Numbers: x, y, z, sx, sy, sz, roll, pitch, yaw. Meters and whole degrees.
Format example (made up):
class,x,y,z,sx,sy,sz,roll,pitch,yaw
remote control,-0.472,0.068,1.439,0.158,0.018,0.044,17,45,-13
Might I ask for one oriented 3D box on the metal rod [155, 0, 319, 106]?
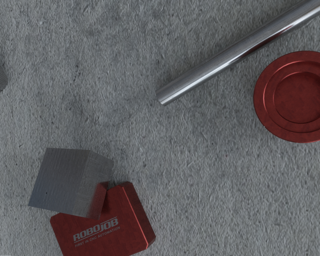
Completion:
class,x,y,z,sx,sy,sz,roll,pitch,yaw
metal rod,0.125,-0.110,0.364,0.300,0.025,0.025,-30,81,17

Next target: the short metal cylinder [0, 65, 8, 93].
class,x,y,z,sx,sy,sz,roll,pitch,yaw
short metal cylinder,-0.288,-0.082,0.479,0.080,0.080,0.050,-38,78,16

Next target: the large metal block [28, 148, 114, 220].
class,x,y,z,sx,sy,sz,roll,pitch,yaw
large metal block,-0.118,0.073,0.414,0.080,0.050,0.080,0,68,31

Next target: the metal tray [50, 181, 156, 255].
class,x,y,z,sx,sy,sz,roll,pitch,yaw
metal tray,-0.082,0.141,0.434,0.130,0.030,0.090,-28,81,17

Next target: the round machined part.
class,x,y,z,sx,sy,sz,roll,pitch,yaw
round machined part,0.156,-0.033,0.345,0.098,0.042,0.097,0,90,19
